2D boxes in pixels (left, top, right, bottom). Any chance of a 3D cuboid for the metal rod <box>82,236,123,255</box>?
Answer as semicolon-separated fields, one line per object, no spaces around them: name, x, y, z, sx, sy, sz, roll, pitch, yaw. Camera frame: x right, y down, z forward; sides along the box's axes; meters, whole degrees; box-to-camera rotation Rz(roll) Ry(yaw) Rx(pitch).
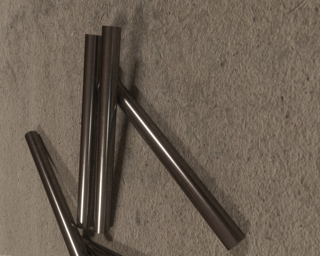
metal rod;-0.025;0.202;0.423;0.300;0.025;0.025;6;94;39

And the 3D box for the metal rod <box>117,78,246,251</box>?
metal rod;0.000;0.021;0.403;0.300;0.025;0.025;51;120;27

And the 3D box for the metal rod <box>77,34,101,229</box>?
metal rod;-0.108;0.013;0.470;0.025;0.025;0.298;17;107;38

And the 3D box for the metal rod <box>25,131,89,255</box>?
metal rod;-0.179;0.116;0.529;0.025;0.025;0.300;-54;53;26

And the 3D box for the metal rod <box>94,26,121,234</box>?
metal rod;-0.076;0.012;0.440;0.025;0.025;0.298;16;108;38
